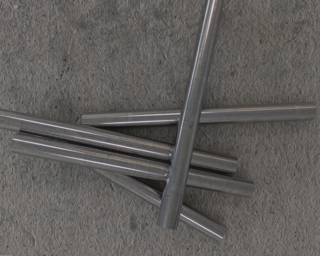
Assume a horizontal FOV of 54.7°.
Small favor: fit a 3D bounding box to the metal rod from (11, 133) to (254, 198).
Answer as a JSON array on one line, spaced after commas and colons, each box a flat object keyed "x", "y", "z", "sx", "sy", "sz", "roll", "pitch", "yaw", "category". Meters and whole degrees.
[{"x": -0.027, "y": 0.049, "z": 0.391, "sx": 0.302, "sy": 0.025, "sz": 0.025, "roll": 12, "pitch": 90, "yaw": -8, "category": "metal rod"}]

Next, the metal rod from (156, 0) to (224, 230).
[{"x": 0.040, "y": -0.028, "z": 0.386, "sx": 0.025, "sy": 0.025, "sz": 0.299, "roll": 13, "pitch": 80, "yaw": 0, "category": "metal rod"}]

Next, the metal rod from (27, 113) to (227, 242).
[{"x": -0.049, "y": 0.065, "z": 0.409, "sx": 0.301, "sy": 0.025, "sz": 0.025, "roll": 30, "pitch": 90, "yaw": 0, "category": "metal rod"}]

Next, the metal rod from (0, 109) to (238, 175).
[{"x": -0.049, "y": 0.019, "z": 0.395, "sx": 0.302, "sy": 0.025, "sz": 0.025, "roll": 12, "pitch": 90, "yaw": -6, "category": "metal rod"}]

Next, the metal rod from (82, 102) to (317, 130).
[{"x": 0.051, "y": -0.015, "z": 0.410, "sx": 0.302, "sy": 0.025, "sz": 0.025, "roll": -3, "pitch": 90, "yaw": 0, "category": "metal rod"}]
